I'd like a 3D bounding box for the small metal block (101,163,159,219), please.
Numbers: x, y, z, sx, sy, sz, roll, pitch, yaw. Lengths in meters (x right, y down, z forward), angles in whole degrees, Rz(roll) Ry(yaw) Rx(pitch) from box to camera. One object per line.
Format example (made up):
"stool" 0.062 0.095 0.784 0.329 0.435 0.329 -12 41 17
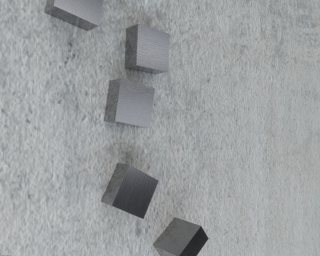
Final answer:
"small metal block" -0.036 0.076 0.377 0.050 0.025 0.050 35 68 -35

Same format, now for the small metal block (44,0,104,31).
"small metal block" -0.089 -0.139 0.331 0.050 0.025 0.050 14 81 -39

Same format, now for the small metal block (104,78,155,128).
"small metal block" -0.037 -0.029 0.376 0.050 0.025 0.050 12 83 -40

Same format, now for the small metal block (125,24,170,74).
"small metal block" -0.016 -0.098 0.393 0.050 0.025 0.050 3 88 -40

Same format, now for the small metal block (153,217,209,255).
"small metal block" 0.028 0.152 0.414 0.050 0.050 0.025 -44 117 -31
